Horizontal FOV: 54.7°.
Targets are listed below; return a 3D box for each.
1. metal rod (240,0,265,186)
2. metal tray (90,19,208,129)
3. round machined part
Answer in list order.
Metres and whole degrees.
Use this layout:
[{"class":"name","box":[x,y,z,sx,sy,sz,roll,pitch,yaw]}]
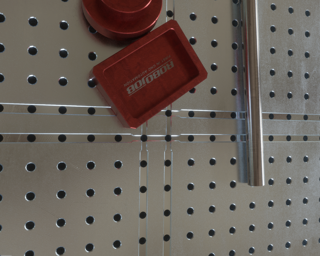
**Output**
[{"class":"metal rod","box":[0.138,-0.064,0.462,0.025,0.025,0.298,-3,91,-20]},{"class":"metal tray","box":[-0.012,-0.070,0.404,0.131,0.030,0.090,-36,102,-16]},{"class":"round machined part","box":[-0.044,-0.160,0.376,0.099,0.042,0.098,2,79,-13]}]
